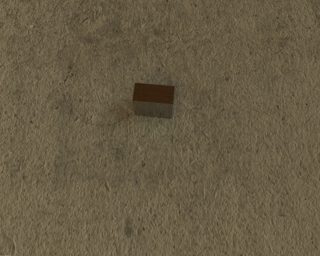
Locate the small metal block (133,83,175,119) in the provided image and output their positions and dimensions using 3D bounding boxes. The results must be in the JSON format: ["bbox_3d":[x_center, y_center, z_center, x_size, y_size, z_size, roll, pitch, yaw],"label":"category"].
[{"bbox_3d":[-0.008,-0.035,0.408,0.050,0.050,0.025,5,70,1],"label":"small metal block"}]
